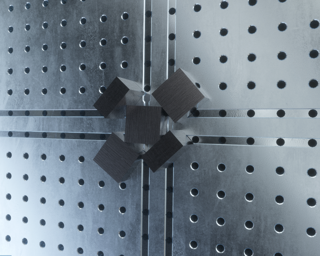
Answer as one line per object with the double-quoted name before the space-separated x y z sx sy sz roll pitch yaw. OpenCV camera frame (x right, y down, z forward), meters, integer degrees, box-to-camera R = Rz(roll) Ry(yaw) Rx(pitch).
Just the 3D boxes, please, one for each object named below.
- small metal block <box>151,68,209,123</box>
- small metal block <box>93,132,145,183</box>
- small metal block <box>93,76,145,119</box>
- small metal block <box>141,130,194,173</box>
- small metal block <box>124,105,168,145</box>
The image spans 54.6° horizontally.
"small metal block" 0.026 -0.041 0.403 0.050 0.025 0.050 -42 77 15
"small metal block" -0.056 0.040 0.433 0.050 0.025 0.050 40 102 15
"small metal block" -0.054 -0.039 0.418 0.025 0.050 0.050 45 105 14
"small metal block" 0.011 0.028 0.396 0.050 0.050 0.025 -44 76 15
"small metal block" -0.018 -0.004 0.419 0.050 0.025 0.050 4 90 21
